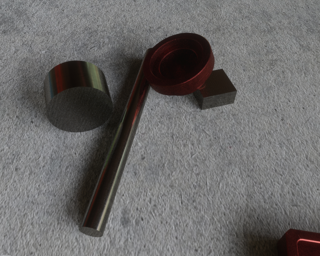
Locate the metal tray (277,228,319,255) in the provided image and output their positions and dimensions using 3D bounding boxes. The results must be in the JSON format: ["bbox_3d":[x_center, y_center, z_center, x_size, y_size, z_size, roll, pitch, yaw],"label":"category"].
[{"bbox_3d":[0.178,0.148,0.277,0.131,0.030,0.090,8,50,6],"label":"metal tray"}]

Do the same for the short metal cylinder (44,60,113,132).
[{"bbox_3d":[-0.105,-0.039,0.399,0.081,0.080,0.050,-13,51,-11],"label":"short metal cylinder"}]

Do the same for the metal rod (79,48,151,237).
[{"bbox_3d":[-0.041,-0.007,0.408,0.025,0.025,0.300,9,50,7],"label":"metal rod"}]

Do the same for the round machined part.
[{"bbox_3d":[0.029,-0.084,0.438,0.098,0.042,0.098,-12,55,17],"label":"round machined part"}]

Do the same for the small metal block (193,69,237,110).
[{"bbox_3d":[0.077,-0.057,0.452,0.050,0.025,0.050,-13,51,-11],"label":"small metal block"}]
